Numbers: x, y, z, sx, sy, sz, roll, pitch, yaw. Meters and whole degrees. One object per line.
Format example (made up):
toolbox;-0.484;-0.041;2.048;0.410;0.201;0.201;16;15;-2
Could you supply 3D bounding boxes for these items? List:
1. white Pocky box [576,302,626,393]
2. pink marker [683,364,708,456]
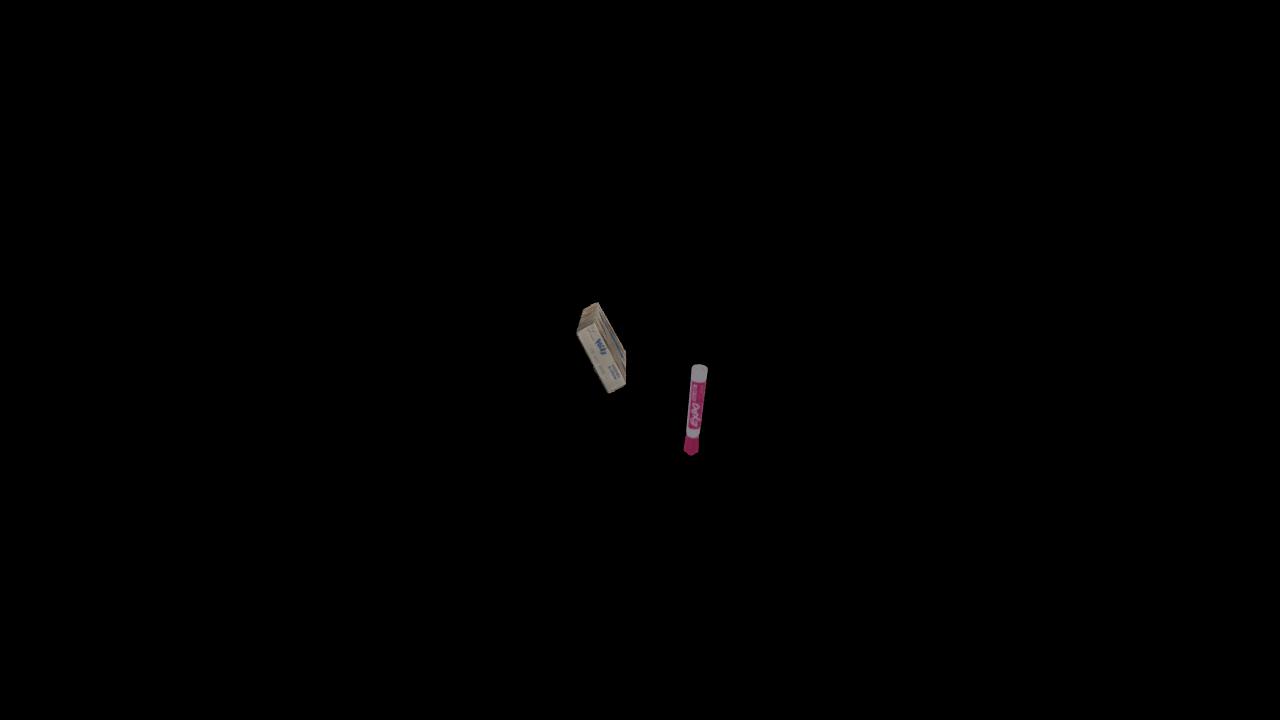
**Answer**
white Pocky box;-0.046;-0.019;0.763;0.028;0.084;0.154;-27;13;5
pink marker;0.066;0.062;0.734;0.020;0.121;0.020;3;27;-1
